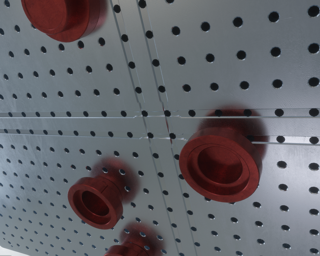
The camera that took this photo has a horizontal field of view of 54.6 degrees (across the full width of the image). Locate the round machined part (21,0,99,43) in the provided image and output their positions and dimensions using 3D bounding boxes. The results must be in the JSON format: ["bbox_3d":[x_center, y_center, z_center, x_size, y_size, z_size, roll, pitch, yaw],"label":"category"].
[{"bbox_3d":[-0.126,-0.152,0.374,0.098,0.042,0.097,13,124,21],"label":"round machined part"}]

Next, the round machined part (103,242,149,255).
[{"bbox_3d":[-0.058,0.258,0.591,0.098,0.042,0.097,13,124,21],"label":"round machined part"}]

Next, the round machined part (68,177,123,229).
[{"bbox_3d":[-0.105,0.123,0.533,0.098,0.042,0.097,13,124,21],"label":"round machined part"}]

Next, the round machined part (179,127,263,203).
[{"bbox_3d":[0.077,0.041,0.386,0.098,0.042,0.097,13,124,21],"label":"round machined part"}]
